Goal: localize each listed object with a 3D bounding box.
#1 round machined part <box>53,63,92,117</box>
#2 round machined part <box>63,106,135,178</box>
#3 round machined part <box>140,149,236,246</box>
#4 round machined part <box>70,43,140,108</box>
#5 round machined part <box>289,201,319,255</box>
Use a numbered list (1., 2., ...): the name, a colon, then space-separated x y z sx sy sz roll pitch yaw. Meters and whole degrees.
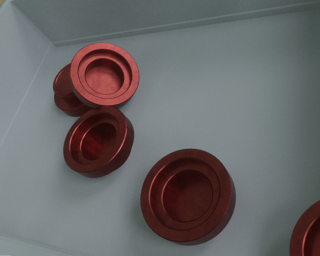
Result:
1. round machined part: -0.134 -0.071 0.506 0.098 0.042 0.098 -13 56 20
2. round machined part: -0.078 0.022 0.420 0.098 0.042 0.098 -13 56 20
3. round machined part: 0.032 0.075 0.331 0.098 0.042 0.098 -13 56 20
4. round machined part: -0.083 -0.073 0.459 0.099 0.042 0.098 5 75 -17
5. round machined part: 0.157 0.103 0.238 0.098 0.042 0.098 -29 43 31
